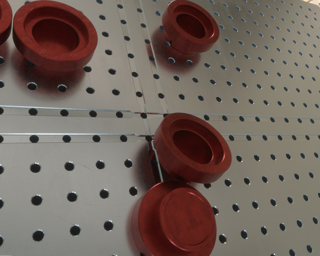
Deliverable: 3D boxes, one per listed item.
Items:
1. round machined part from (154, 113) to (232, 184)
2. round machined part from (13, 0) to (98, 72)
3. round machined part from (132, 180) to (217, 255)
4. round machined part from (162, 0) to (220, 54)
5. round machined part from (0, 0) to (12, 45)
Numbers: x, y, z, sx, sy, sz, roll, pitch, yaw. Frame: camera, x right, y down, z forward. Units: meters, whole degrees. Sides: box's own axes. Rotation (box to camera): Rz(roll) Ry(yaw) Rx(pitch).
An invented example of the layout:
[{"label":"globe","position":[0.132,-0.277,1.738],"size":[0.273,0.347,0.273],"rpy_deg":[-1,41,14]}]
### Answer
[{"label":"round machined part","position":[0.036,0.029,0.388],"size":[0.099,0.042,0.098],"rpy_deg":[20,38,-16]},{"label":"round machined part","position":[-0.133,-0.110,0.393],"size":[0.099,0.042,0.098],"rpy_deg":[13,56,-21]},{"label":"round machined part","position":[0.022,0.105,0.345],"size":[0.099,0.042,0.098],"rpy_deg":[13,56,-21]},{"label":"round machined part","position":[0.047,-0.165,0.523],"size":[0.099,0.042,0.098],"rpy_deg":[13,56,-21]},{"label":"round machined part","position":[-0.223,-0.122,0.352],"size":[0.099,0.042,0.098],"rpy_deg":[14,56,-21]}]
